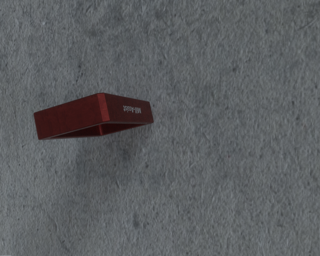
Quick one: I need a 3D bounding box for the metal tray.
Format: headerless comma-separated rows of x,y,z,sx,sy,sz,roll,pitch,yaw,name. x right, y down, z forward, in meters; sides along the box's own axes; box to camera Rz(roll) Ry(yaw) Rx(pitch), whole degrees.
-0.073,-0.011,0.380,0.090,0.130,0.030,-14,86,19,metal tray
